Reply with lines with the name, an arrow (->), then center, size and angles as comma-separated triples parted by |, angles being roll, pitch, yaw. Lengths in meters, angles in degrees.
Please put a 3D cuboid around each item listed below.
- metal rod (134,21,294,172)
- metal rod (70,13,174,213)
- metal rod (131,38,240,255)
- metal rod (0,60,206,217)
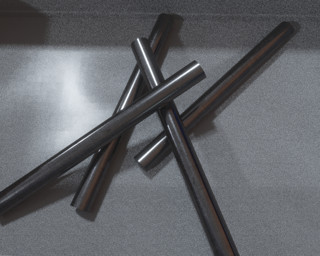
metal rod -> 0.083, -0.052, 0.429 | 0.301, 0.025, 0.025 | -42, 76, -14
metal rod -> -0.043, -0.034, 0.421 | 0.025, 0.025, 0.300 | 20, 71, 7
metal rod -> 0.024, 0.016, 0.376 | 0.025, 0.025, 0.299 | -19, 71, -7
metal rod -> -0.077, 0.014, 0.370 | 0.301, 0.025, 0.025 | -34, 74, 1
